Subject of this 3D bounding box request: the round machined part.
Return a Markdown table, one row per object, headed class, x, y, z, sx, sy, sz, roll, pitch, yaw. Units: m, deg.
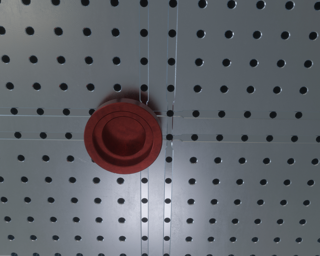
| class | x | y | z | sx | sy | sz | roll | pitch | yaw |
| --- | --- | --- | --- | --- | --- | --- | --- | --- | --- |
| round machined part | -0.046 | 0.008 | 0.407 | 0.099 | 0.042 | 0.097 | 0 | 110 | 0 |
